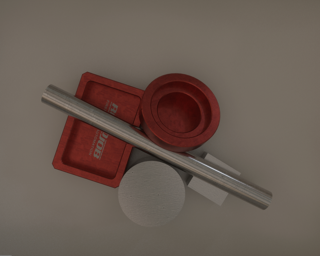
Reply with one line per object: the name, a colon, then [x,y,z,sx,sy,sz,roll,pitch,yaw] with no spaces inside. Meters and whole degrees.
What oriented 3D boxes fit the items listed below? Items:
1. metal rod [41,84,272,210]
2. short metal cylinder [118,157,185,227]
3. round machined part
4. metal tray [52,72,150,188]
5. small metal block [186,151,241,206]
metal rod: [-0.001,0.025,0.381,0.301,0.025,0.025,26,90,-3]
short metal cylinder: [-0.010,0.079,0.397,0.081,0.050,0.079,0,90,-1]
round machined part: [0.022,-0.016,0.389,0.099,0.042,0.098,5,67,-12]
metal tray: [-0.074,0.002,0.405,0.090,0.030,0.129,19,90,-1]
small metal block: [0.070,0.066,0.411,0.050,0.025,0.050,32,90,-1]
